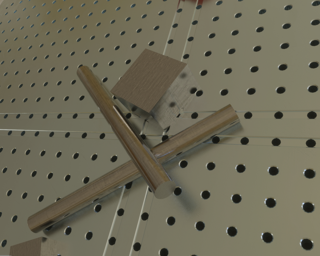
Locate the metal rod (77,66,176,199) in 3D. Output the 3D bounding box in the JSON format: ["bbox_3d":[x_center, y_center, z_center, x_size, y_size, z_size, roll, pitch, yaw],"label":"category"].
[{"bbox_3d":[-0.063,-0.016,0.427,0.025,0.025,0.300,-41,45,0],"label":"metal rod"}]

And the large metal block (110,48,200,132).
[{"bbox_3d":[-0.007,-0.054,0.428,0.080,0.050,0.080,30,78,37],"label":"large metal block"}]

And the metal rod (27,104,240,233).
[{"bbox_3d":[-0.039,0.055,0.393,0.301,0.025,0.025,-30,52,8],"label":"metal rod"}]

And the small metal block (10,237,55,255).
[{"bbox_3d":[-0.161,0.169,0.387,0.050,0.025,0.050,-21,54,15],"label":"small metal block"}]
